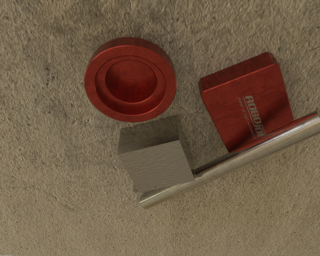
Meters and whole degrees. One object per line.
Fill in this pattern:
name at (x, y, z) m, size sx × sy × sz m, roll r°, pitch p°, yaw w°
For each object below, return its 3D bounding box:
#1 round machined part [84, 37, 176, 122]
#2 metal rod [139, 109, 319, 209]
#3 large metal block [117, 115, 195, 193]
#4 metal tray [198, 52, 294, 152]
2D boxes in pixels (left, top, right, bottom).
round machined part at (-0.032, -0.057, 0.347) m, size 0.099 × 0.042 × 0.097 m, roll -1°, pitch 130°, yaw 0°
metal rod at (0.076, 0.056, 0.422) m, size 0.025 × 0.025 × 0.299 m, roll 35°, pitch 132°, yaw -26°
large metal block at (-0.003, 0.037, 0.422) m, size 0.080 × 0.050 × 0.080 m, roll -14°, pitch 129°, yaw 11°
metal tray at (0.114, -0.020, 0.389) m, size 0.090 × 0.030 × 0.130 m, roll -21°, pitch 128°, yaw 16°
